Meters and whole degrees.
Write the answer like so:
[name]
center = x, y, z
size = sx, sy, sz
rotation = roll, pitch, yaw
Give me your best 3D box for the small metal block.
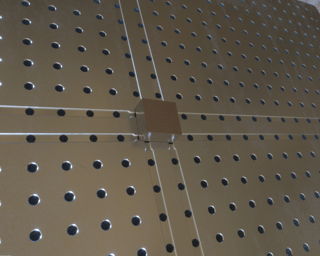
[small metal block]
center = -0.003, -0.009, 0.414
size = 0.050, 0.025, 0.050
rotation = 5, 60, -26
